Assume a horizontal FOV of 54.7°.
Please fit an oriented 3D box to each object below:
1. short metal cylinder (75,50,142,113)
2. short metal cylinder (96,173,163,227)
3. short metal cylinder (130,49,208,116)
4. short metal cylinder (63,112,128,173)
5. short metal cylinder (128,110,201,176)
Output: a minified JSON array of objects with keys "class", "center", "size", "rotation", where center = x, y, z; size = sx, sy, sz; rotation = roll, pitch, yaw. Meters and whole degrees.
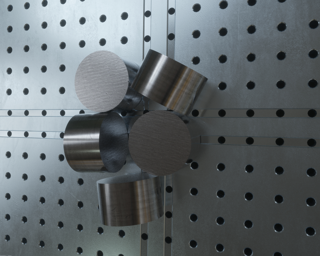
[{"class":"short metal cylinder","center":[-0.068,-0.060,0.423],"size":[0.080,0.050,0.079],"rotation":[0,90,21]},{"class":"short metal cylinder","center":[-0.038,0.089,0.396],"size":[0.080,0.080,0.050],"rotation":[-7,88,20]},{"class":"short metal cylinder","center":[0.011,-0.056,0.379],"size":[0.080,0.080,0.050],"rotation":[30,99,17]},{"class":"short metal cylinder","center":[-0.083,0.019,0.413],"size":[0.050,0.080,0.080],"rotation":[-2,89,19]},{"class":"short metal cylinder","center":[0.007,0.018,0.397],"size":[0.080,0.050,0.079],"rotation":[0,91,19]}]
